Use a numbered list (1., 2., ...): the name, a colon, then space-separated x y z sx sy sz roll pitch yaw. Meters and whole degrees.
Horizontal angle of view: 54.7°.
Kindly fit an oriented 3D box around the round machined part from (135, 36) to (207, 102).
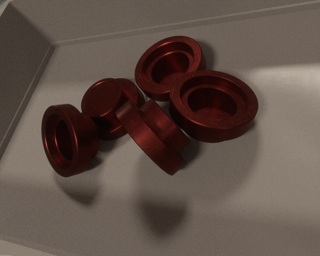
1. round machined part: 0.018 -0.077 0.432 0.098 0.042 0.098 -13 56 20

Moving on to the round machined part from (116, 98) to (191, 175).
1. round machined part: -0.002 0.004 0.356 0.042 0.098 0.098 -42 51 3

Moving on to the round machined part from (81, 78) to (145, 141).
1. round machined part: -0.075 -0.034 0.453 0.098 0.042 0.098 -13 56 20

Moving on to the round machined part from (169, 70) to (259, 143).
1. round machined part: 0.059 -0.021 0.358 0.099 0.042 0.098 3 47 -3

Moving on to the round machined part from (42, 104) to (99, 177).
1. round machined part: -0.121 0.015 0.426 0.098 0.042 0.097 13 108 43
